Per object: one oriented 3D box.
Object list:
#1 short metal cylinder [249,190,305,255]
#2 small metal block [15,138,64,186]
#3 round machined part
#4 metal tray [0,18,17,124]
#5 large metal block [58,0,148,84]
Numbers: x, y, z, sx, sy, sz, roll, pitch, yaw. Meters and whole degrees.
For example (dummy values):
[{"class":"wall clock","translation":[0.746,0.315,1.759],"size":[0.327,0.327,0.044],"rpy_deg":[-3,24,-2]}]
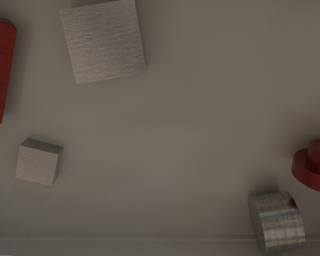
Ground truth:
[{"class":"short metal cylinder","translation":[0.160,0.131,0.433],"size":[0.050,0.080,0.079],"rpy_deg":[-11,110,3]},{"class":"small metal block","translation":[-0.166,0.047,0.426],"size":[0.050,0.025,0.050],"rpy_deg":[15,109,-6]},{"class":"round machined part","translation":[0.222,0.044,0.392],"size":[0.099,0.098,0.042],"rpy_deg":[1,110,-1]},{"class":"metal tray","translation":[-0.226,-0.068,0.357],"size":[0.091,0.030,0.129],"rpy_deg":[4,114,-38]},{"class":"large metal block","translation":[-0.061,-0.101,0.360],"size":[0.080,0.050,0.079],"rpy_deg":[-8,110,2]}]
